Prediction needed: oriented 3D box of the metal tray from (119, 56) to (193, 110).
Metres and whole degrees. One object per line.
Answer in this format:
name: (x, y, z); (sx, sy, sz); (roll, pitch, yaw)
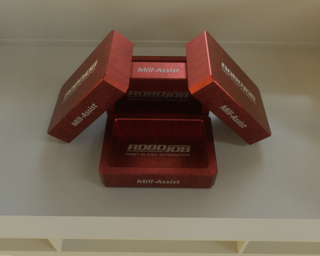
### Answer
metal tray: (0.002, -0.066, 0.455); (0.131, 0.030, 0.090); (0, 50, -1)

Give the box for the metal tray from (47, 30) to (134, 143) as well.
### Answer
metal tray: (-0.087, -0.049, 0.384); (0.030, 0.130, 0.090); (31, 41, -30)

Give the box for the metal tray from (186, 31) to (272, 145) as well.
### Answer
metal tray: (0.085, -0.047, 0.383); (0.030, 0.130, 0.090); (-30, 41, 32)

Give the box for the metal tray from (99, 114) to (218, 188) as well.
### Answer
metal tray: (-0.002, 0.026, 0.376); (0.131, 0.030, 0.090); (1, 50, -1)

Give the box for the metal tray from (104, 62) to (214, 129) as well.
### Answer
metal tray: (-0.002, -0.039, 0.393); (0.131, 0.089, 0.030); (1, 50, 0)
